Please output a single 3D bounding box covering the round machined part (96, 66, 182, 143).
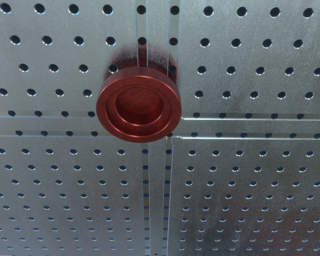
[{"bbox_3d":[-0.024,-0.031,0.373,0.099,0.042,0.097,0,130,0],"label":"round machined part"}]
